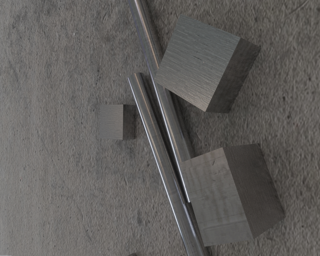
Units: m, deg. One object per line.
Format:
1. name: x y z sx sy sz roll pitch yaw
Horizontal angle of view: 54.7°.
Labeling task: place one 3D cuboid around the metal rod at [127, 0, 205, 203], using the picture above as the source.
1. metal rod: 0.004 -0.055 0.401 0.025 0.025 0.299 -26 74 37

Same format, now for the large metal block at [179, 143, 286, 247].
1. large metal block: 0.074 0.063 0.308 0.050 0.081 0.080 -26 74 37

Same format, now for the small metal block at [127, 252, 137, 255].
1. small metal block: -0.059 0.208 0.437 0.025 0.050 0.050 51 120 27

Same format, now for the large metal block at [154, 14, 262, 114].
1. large metal block: 0.051 -0.071 0.347 0.080 0.050 0.079 36 112 34

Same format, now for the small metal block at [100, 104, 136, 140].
1. small metal block: -0.063 -0.009 0.457 0.050 0.025 0.050 2 91 40

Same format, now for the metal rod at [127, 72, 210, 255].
1. metal rod: 0.015 0.065 0.392 0.025 0.025 0.299 -31 71 36
